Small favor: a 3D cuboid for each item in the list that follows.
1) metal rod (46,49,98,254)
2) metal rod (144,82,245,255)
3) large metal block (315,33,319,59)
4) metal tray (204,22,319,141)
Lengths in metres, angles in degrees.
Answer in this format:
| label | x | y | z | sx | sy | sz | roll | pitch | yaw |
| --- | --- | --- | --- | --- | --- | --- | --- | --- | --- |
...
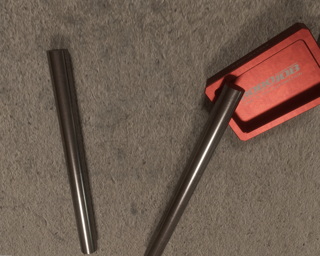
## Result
| label | x | y | z | sx | sy | sz | roll | pitch | yaw |
| --- | --- | --- | --- | --- | --- | --- | --- | --- | --- |
| metal rod | -0.116 | 0.045 | 0.424 | 0.025 | 0.025 | 0.298 | -3 | 110 | 1 |
| metal rod | 0.036 | 0.077 | 0.420 | 0.025 | 0.025 | 0.298 | 18 | 116 | -7 |
| large metal block | 0.239 | -0.111 | 0.359 | 0.081 | 0.050 | 0.079 | 9 | 110 | -4 |
| metal tray | 0.132 | -0.050 | 0.372 | 0.130 | 0.030 | 0.090 | -31 | 108 | 27 |
